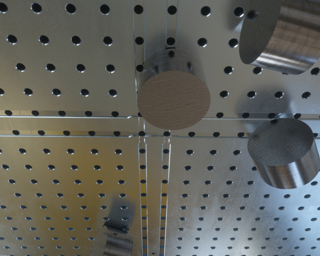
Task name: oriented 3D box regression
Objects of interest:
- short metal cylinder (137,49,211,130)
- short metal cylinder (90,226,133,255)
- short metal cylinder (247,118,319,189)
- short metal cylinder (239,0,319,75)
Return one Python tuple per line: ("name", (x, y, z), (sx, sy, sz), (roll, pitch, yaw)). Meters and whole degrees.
("short metal cylinder", (0.015, -0.044, 0.358), (0.081, 0.050, 0.079), (0, 130, 0))
("short metal cylinder", (-0.090, 0.226, 0.567), (0.050, 0.080, 0.080), (24, 126, -19))
("short metal cylinder", (0.162, 0.033, 0.406), (0.080, 0.080, 0.050), (-22, 127, 17))
("short metal cylinder", (0.117, -0.095, 0.296), (0.050, 0.080, 0.079), (11, 129, -9))
